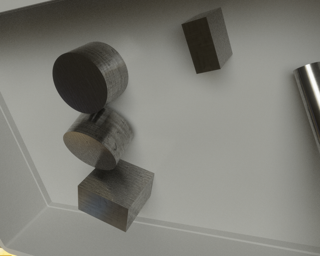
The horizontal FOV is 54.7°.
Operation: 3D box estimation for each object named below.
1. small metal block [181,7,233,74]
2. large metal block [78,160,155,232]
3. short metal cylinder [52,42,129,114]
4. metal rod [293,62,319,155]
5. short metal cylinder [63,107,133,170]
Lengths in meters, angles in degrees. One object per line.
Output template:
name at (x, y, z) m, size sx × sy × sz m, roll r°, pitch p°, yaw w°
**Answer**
small metal block at (0.049, -0.088, 0.311) m, size 0.025 × 0.050 × 0.050 m, roll -7°, pitch 115°, yaw 31°
large metal block at (-0.065, 0.094, 0.464) m, size 0.080 × 0.080 × 0.050 m, roll 21°, pitch 126°, yaw 15°
short metal cylinder at (-0.088, -0.065, 0.397) m, size 0.080 × 0.050 × 0.079 m, roll 13°, pitch 124°, yaw 20°
metal rod at (0.182, 0.084, 0.287) m, size 0.025 × 0.025 × 0.298 m, roll -19°, pitch 84°, yaw 35°
short metal cylinder at (-0.085, 0.014, 0.430) m, size 0.080 × 0.050 × 0.080 m, roll 18°, pitch 144°, yaw 14°
